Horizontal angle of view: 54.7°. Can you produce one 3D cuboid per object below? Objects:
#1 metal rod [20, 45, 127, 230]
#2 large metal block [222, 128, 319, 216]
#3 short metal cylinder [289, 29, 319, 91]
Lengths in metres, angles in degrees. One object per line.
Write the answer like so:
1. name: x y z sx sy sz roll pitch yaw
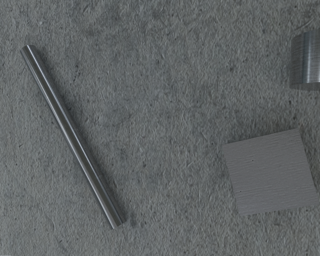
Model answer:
1. metal rod: -0.130 0.007 0.453 0.025 0.025 0.299 -33 80 17
2. large metal block: 0.124 0.048 0.352 0.080 0.050 0.080 -15 85 19
3. short metal cylinder: 0.177 -0.067 0.318 0.080 0.080 0.050 3 91 19
